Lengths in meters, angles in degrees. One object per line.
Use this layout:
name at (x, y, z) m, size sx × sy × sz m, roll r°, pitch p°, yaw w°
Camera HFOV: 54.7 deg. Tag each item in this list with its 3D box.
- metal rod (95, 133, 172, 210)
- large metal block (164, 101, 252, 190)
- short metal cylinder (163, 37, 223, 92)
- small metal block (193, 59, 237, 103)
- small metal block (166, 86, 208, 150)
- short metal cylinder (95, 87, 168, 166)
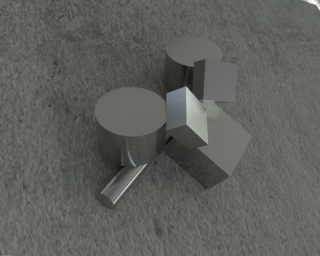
metal rod at (0.019, -0.010, 0.423) m, size 0.025 × 0.025 × 0.301 m, roll 42°, pitch 51°, yaw 0°
large metal block at (0.063, 0.020, 0.411) m, size 0.080 × 0.050 × 0.080 m, roll 41°, pitch 51°, yaw 0°
short metal cylinder at (0.047, -0.091, 0.453) m, size 0.081 × 0.050 × 0.080 m, roll 3°, pitch 45°, yaw -3°
small metal block at (0.071, -0.059, 0.401) m, size 0.050 × 0.025 × 0.050 m, roll 2°, pitch 91°, yaw -28°
small metal block at (0.031, -0.010, 0.350) m, size 0.050 × 0.025 × 0.050 m, roll 40°, pitch 42°, yaw -45°
short metal cylinder at (-0.032, -0.003, 0.357) m, size 0.081 × 0.050 × 0.080 m, roll 3°, pitch 45°, yaw -3°
